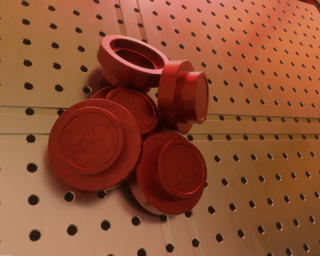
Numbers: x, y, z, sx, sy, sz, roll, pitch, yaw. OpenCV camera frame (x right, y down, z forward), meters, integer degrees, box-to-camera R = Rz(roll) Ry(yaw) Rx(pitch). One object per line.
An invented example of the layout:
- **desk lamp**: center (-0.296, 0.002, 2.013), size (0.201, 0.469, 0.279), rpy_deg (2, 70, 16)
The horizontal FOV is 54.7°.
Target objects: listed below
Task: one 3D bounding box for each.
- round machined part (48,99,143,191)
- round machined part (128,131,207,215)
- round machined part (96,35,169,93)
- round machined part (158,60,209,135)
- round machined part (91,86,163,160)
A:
- **round machined part**: center (-0.068, 0.016, 0.321), size (0.099, 0.042, 0.098), rpy_deg (0, 78, 2)
- **round machined part**: center (0.016, 0.051, 0.360), size (0.099, 0.042, 0.098), rpy_deg (12, 67, -31)
- **round machined part**: center (-0.037, -0.081, 0.414), size (0.099, 0.042, 0.098), rpy_deg (19, 33, -13)
- **round machined part**: center (0.036, -0.040, 0.404), size (0.042, 0.098, 0.098), rpy_deg (4, 49, 23)
- **round machined part**: center (-0.041, -0.013, 0.383), size (0.099, 0.042, 0.098), rpy_deg (14, 56, -21)
